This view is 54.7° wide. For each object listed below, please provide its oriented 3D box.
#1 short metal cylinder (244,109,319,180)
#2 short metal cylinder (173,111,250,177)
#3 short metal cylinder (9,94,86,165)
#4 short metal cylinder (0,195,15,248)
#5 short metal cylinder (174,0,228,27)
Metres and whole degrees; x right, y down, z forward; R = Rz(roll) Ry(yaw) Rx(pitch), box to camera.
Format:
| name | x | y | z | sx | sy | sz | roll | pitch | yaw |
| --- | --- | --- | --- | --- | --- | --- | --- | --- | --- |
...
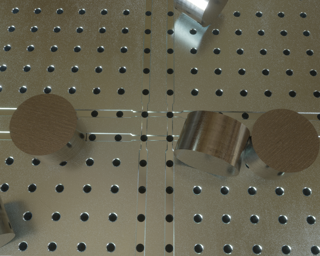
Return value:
| name | x | y | z | sx | sy | sz | roll | pitch | yaw |
| --- | --- | --- | --- | --- | --- | --- | --- | --- | --- |
| short metal cylinder | 0.149 | 0.022 | 0.391 | 0.081 | 0.050 | 0.080 | 0 | 70 | 0 |
| short metal cylinder | 0.063 | 0.020 | 0.375 | 0.080 | 0.080 | 0.050 | 19 | 71 | 7 |
| short metal cylinder | -0.140 | 0.003 | 0.396 | 0.081 | 0.050 | 0.080 | 0 | 70 | 0 |
| short metal cylinder | -0.210 | 0.113 | 0.340 | 0.080 | 0.080 | 0.050 | -27 | 73 | -10 |
| short metal cylinder | 0.066 | -0.197 | 0.455 | 0.050 | 0.080 | 0.080 | 38 | 74 | 12 |
